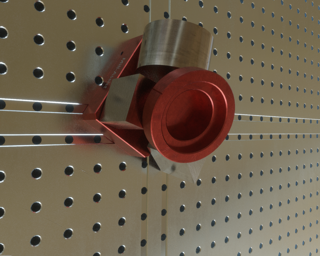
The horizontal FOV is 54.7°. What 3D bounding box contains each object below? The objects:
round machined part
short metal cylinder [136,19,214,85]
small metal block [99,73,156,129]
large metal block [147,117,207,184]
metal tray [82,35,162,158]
[{"bbox_3d":[0.026,-0.016,0.325,0.099,0.042,0.097,-11,115,-24],"label":"round machined part"},{"bbox_3d":[0.017,-0.080,0.350,0.081,0.080,0.050,17,79,-39],"label":"short metal cylinder"},{"bbox_3d":[-0.033,-0.026,0.325,0.025,0.050,0.050,25,74,-38],"label":"small metal block"},{"bbox_3d":[0.033,0.015,0.399,0.080,0.050,0.080,-63,156,-21],"label":"large metal block"},{"bbox_3d":[-0.024,-0.040,0.388,0.090,0.030,0.130,42,64,-32],"label":"metal tray"}]
